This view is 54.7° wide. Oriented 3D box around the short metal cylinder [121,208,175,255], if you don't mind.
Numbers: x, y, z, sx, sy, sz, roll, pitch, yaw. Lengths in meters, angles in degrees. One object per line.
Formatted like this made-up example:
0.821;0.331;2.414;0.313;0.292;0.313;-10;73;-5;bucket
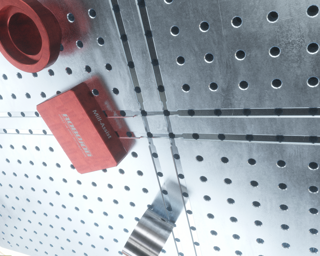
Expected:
-0.018;0.176;0.494;0.050;0.080;0.079;30;128;9;short metal cylinder

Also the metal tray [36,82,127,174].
-0.119;0.005;0.474;0.090;0.030;0.130;-16;110;34;metal tray

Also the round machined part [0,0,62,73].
-0.172;-0.127;0.413;0.098;0.042;0.097;13;124;21;round machined part
